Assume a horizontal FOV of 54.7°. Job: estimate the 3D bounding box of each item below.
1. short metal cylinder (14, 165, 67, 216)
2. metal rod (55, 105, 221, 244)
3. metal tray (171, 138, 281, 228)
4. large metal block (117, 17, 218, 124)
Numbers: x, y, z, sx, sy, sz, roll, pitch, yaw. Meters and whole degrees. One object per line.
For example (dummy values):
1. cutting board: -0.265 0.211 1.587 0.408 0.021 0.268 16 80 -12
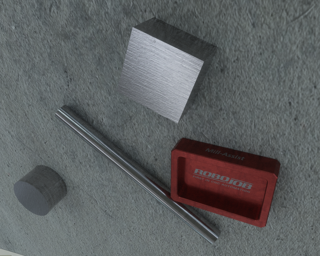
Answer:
1. short metal cylinder: -0.223 0.117 0.581 0.080 0.050 0.079 13 124 21
2. metal rod: -0.034 0.069 0.467 0.300 0.025 0.025 39 129 1
3. metal tray: 0.080 0.070 0.404 0.130 0.030 0.089 13 124 21
4. large metal block: 0.007 -0.065 0.347 0.080 0.050 0.079 28 128 10
